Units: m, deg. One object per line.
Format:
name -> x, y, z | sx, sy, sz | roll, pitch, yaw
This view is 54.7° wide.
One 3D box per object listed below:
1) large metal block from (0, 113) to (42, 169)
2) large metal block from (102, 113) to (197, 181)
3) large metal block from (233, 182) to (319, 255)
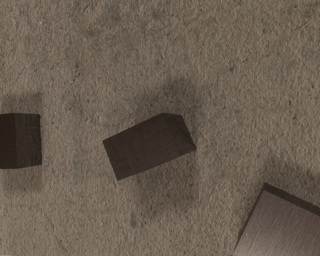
large metal block -> -0.233, 0.020, 0.476 | 0.080, 0.050, 0.079 | -3, 89, 19
large metal block -> -0.010, 0.022, 0.382 | 0.080, 0.080, 0.050 | -25, 82, 18
large metal block -> 0.139, 0.118, 0.347 | 0.080, 0.050, 0.080 | 25, 98, 18
